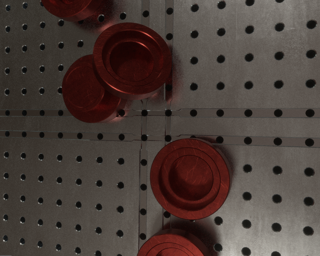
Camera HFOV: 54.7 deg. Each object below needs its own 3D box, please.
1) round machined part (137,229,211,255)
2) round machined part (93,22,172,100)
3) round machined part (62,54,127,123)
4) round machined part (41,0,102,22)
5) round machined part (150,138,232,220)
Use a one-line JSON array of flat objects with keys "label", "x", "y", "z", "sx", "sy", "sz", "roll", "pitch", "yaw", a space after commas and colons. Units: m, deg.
[{"label": "round machined part", "x": 0.022, "y": 0.177, "z": 0.395, "sx": 0.098, "sy": 0.042, "sz": 0.097, "roll": 0, "pitch": 90, "yaw": 19}, {"label": "round machined part", "x": -0.037, "y": -0.082, "z": 0.399, "sx": 0.099, "sy": 0.042, "sz": 0.098, "roll": 4, "pitch": 74, "yaw": -14}, {"label": "round machined part", "x": -0.097, "y": -0.056, "z": 0.437, "sx": 0.098, "sy": 0.042, "sz": 0.097, "roll": 0, "pitch": 90, "yaw": 19}, {"label": "round machined part", "x": -0.120, "y": -0.201, "z": 0.444, "sx": 0.098, "sy": 0.042, "sz": 0.097, "roll": 0, "pitch": 90, "yaw": 19}, {"label": "round machined part", "x": 0.041, "y": 0.061, "z": 0.389, "sx": 0.098, "sy": 0.042, "sz": 0.097, "roll": 0, "pitch": 90, "yaw": 19}]
